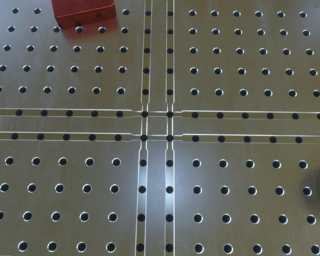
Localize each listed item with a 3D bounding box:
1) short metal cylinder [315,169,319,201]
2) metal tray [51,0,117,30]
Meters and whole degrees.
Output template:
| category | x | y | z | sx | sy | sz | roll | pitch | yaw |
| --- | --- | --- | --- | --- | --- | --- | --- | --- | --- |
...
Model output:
| category | x | y | z | sx | sy | sz | roll | pitch | yaw |
| --- | --- | --- | --- | --- | --- | --- | --- | --- | --- |
| short metal cylinder | 0.240 | 0.071 | 0.374 | 0.081 | 0.050 | 0.080 | 0 | 70 | 0 |
| metal tray | -0.127 | -0.225 | 0.490 | 0.091 | 0.030 | 0.130 | -14 | 71 | -5 |
